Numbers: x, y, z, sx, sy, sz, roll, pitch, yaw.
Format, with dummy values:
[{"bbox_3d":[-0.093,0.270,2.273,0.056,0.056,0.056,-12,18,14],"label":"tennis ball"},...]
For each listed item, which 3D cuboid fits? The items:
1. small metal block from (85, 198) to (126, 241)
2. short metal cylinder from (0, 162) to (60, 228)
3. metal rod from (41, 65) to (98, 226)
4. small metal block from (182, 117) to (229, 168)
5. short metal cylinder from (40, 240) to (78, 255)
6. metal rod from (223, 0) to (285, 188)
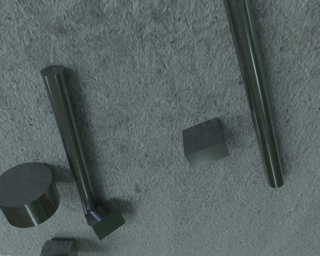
[{"bbox_3d":[-0.091,0.153,0.518,0.050,0.025,0.050,-31,138,-20],"label":"small metal block"},{"bbox_3d":[-0.193,0.097,0.451,0.080,0.080,0.050,-1,130,1],"label":"short metal cylinder"},{"bbox_3d":[-0.119,0.049,0.447,0.025,0.025,0.298,-1,130,1],"label":"metal rod"},{"bbox_3d":[0.059,0.019,0.407,0.050,0.050,0.025,-21,127,17],"label":"small metal block"},{"bbox_3d":[-0.191,0.254,0.586,0.050,0.080,0.079,2,130,-2],"label":"short metal cylinder"},{"bbox_3d":[0.126,-0.023,0.388,0.025,0.025,0.299,-16,129,13],"label":"metal rod"}]
